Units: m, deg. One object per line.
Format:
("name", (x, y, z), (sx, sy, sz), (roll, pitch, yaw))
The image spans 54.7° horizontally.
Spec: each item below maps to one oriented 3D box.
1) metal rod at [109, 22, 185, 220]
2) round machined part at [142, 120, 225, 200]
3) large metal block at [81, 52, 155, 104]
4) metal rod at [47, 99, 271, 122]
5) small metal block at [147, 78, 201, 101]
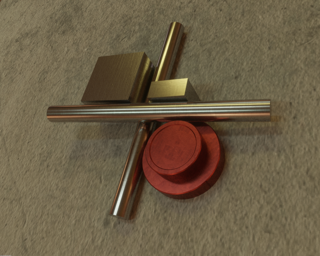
("metal rod", (-0.011, -0.026, 0.426), (0.025, 0.025, 0.300), (2, 62, 29))
("round machined part", (0.022, 0.030, 0.362), (0.098, 0.042, 0.098), (-13, 56, 20))
("large metal block", (-0.057, -0.061, 0.454), (0.080, 0.050, 0.080), (1, 62, 28))
("metal rod", (-0.018, -0.020, 0.394), (0.301, 0.025, 0.025), (0, 62, 23))
("small metal block", (0.019, -0.037, 0.401), (0.050, 0.050, 0.025), (-1, 61, 27))
